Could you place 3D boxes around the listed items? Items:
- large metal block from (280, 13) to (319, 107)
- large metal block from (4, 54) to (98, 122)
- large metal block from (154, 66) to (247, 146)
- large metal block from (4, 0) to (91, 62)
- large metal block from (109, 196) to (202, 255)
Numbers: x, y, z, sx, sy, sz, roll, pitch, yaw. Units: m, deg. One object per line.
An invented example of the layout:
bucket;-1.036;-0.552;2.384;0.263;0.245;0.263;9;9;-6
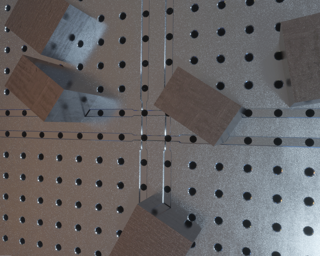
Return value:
large metal block;0.160;-0.067;0.327;0.050;0.080;0.080;-9;87;19
large metal block;-0.149;-0.052;0.434;0.080;0.080;0.050;39;102;15
large metal block;0.051;-0.024;0.365;0.080;0.080;0.050;36;101;16
large metal block;-0.165;-0.158;0.456;0.080;0.050;0.080;38;102;15
large metal block;-0.005;0.148;0.400;0.080;0.050;0.080;31;100;17
